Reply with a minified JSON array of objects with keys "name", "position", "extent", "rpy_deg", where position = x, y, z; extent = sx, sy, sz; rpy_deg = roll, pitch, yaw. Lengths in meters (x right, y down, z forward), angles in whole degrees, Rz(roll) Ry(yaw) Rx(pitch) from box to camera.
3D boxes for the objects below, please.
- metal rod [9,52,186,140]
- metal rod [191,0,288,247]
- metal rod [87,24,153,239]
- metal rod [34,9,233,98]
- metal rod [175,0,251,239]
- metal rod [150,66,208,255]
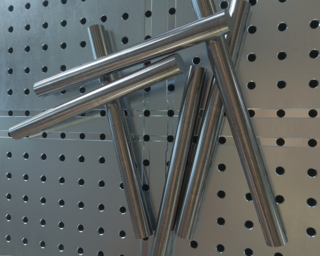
[{"name":"metal rod","position":[-0.103,-0.034,0.426],"extent":[0.300,0.025,0.025],"rpy_deg":[-18,84,27]},{"name":"metal rod","position":[0.092,-0.009,0.360],"extent":[0.025,0.025,0.299],"rpy_deg":[-17,92,19]},{"name":"metal rod","position":[-0.057,0.001,0.433],"extent":[0.025,0.025,0.299],"rpy_deg":[-16,85,19]},{"name":"metal rod","position":[-0.055,-0.085,0.396],"extent":[0.300,0.025,0.025],"rpy_deg":[-12,86,30]},{"name":"metal rod","position":[0.065,-0.007,0.389],"extent":[0.025,0.025,0.298],"rpy_deg":[15,95,19]},{"name":"metal rod","position":[0.020,0.069,0.405],"extent":[0.025,0.025,0.298],"rpy_deg":[13,94,19]}]
